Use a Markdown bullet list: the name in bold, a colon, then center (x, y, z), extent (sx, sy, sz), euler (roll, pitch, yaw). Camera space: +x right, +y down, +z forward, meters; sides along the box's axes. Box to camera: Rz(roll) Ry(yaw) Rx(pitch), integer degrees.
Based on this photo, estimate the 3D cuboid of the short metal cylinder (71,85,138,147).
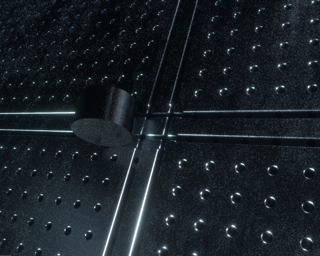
- **short metal cylinder**: center (-0.073, -0.014, 0.419), extent (0.080, 0.080, 0.050), euler (-6, 59, 25)
